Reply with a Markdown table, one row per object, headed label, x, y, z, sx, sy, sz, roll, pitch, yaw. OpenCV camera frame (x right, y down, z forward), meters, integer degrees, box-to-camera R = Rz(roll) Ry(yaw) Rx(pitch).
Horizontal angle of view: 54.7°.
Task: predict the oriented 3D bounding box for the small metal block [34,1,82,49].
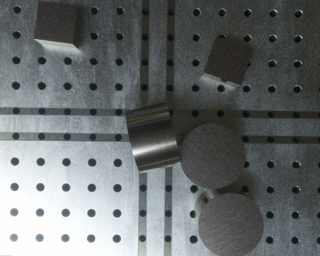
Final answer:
| label | x | y | z | sx | sy | sz | roll | pitch | yaw |
| --- | --- | --- | --- | --- | --- | --- | --- | --- | --- |
| small metal block | -0.135 | -0.136 | 0.412 | 0.050 | 0.025 | 0.050 | 7 | 90 | 0 |

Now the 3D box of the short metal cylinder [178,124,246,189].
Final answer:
| label | x | y | z | sx | sy | sz | roll | pitch | yaw |
| --- | --- | --- | --- | --- | --- | --- | --- | --- | --- |
| short metal cylinder | 0.064 | 0.034 | 0.401 | 0.081 | 0.050 | 0.079 | 0 | 90 | -1 |

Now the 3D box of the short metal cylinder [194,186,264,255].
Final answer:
| label | x | y | z | sx | sy | sz | roll | pitch | yaw |
| --- | --- | --- | --- | --- | --- | --- | --- | --- | --- |
| short metal cylinder | 0.086 | 0.118 | 0.402 | 0.081 | 0.050 | 0.079 | 0 | 90 | 0 |

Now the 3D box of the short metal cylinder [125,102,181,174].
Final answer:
| label | x | y | z | sx | sy | sz | roll | pitch | yaw |
| --- | --- | --- | --- | --- | --- | --- | --- | --- | --- |
| short metal cylinder | -0.008 | 0.012 | 0.386 | 0.050 | 0.080 | 0.080 | -13 | 90 | 0 |

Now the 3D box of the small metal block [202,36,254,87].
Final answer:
| label | x | y | z | sx | sy | sz | roll | pitch | yaw |
| --- | --- | --- | --- | --- | --- | --- | --- | --- | --- |
| small metal block | 0.090 | -0.087 | 0.414 | 0.050 | 0.025 | 0.050 | 19 | 90 | 0 |
